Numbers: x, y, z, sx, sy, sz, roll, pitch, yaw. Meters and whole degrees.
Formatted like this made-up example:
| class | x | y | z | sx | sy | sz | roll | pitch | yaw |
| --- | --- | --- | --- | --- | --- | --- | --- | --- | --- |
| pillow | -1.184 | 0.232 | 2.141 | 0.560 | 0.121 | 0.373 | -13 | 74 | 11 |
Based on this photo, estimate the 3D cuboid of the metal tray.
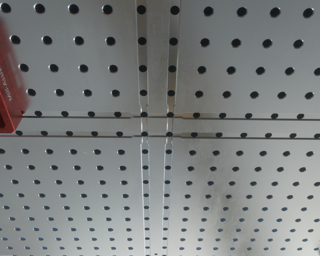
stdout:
| class | x | y | z | sx | sy | sz | roll | pitch | yaw |
| --- | --- | --- | --- | --- | --- | --- | --- | --- | --- |
| metal tray | -0.227 | -0.052 | 0.362 | 0.090 | 0.030 | 0.129 | 0 | 130 | -1 |
